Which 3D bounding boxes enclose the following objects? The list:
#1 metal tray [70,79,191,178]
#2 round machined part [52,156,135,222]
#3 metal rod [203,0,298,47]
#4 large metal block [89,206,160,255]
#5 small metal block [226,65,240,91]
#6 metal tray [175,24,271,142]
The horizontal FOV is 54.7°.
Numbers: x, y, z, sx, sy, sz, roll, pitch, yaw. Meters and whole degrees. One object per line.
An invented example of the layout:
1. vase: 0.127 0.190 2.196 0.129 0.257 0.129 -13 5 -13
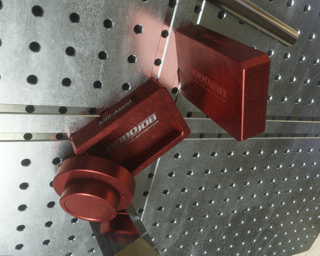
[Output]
1. metal tray: -0.034 0.010 0.396 0.130 0.030 0.090 -37 130 -4
2. round machined part: -0.082 0.080 0.375 0.099 0.042 0.097 5 138 4
3. metal rod: 0.061 -0.154 0.350 0.302 0.025 0.025 13 112 -34
4. large metal block: -0.052 0.146 0.431 0.050 0.080 0.080 -34 139 -6
5. small metal block: 0.079 -0.065 0.400 0.025 0.050 0.050 -29 129 -10
6. metal tray: 0.064 -0.055 0.346 0.030 0.130 0.089 -21 127 -16
